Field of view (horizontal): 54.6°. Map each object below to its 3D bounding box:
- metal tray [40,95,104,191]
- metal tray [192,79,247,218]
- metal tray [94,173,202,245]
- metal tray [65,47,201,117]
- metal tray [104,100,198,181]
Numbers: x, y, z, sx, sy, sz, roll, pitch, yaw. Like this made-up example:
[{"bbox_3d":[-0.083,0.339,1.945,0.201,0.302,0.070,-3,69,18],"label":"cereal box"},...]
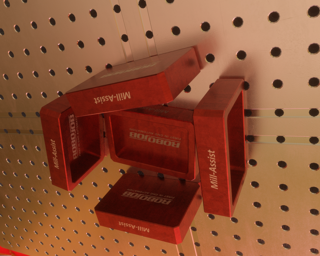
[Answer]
[{"bbox_3d":[-0.119,0.013,0.441,0.030,0.090,0.129,17,125,19],"label":"metal tray"},{"bbox_3d":[0.071,0.021,0.344,0.030,0.090,0.129,4,120,26],"label":"metal tray"},{"bbox_3d":[-0.015,0.110,0.446,0.130,0.090,0.030,4,120,26],"label":"metal tray"},{"bbox_3d":[-0.030,-0.052,0.353,0.130,0.090,0.030,-6,115,31],"label":"metal tray"},{"bbox_3d":[-0.009,0.015,0.421,0.130,0.030,0.089,11,123,22],"label":"metal tray"}]
